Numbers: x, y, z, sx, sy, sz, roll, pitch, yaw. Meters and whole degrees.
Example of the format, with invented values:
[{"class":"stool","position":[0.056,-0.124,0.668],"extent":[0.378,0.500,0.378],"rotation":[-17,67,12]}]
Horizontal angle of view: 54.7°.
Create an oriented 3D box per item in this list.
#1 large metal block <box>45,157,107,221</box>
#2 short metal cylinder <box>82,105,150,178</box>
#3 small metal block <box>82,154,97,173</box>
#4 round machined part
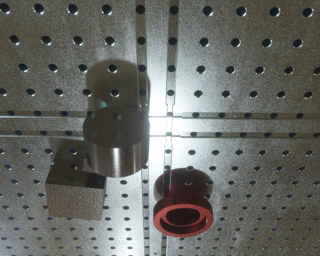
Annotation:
[{"class":"large metal block","position":[-0.125,0.095,0.475],"extent":[0.081,0.050,0.079],"rotation":[7,130,-6]},{"class":"short metal cylinder","position":[-0.053,0.015,0.388],"extent":[0.081,0.080,0.050],"rotation":[2,130,-2]},{"class":"small metal block","position":[-0.075,0.036,0.425],"extent":[0.050,0.050,0.025],"rotation":[11,129,-9]},{"class":"round machined part","position":[0.038,0.139,0.519],"extent":[0.099,0.042,0.097],"rotation":[0,130,0]}]
